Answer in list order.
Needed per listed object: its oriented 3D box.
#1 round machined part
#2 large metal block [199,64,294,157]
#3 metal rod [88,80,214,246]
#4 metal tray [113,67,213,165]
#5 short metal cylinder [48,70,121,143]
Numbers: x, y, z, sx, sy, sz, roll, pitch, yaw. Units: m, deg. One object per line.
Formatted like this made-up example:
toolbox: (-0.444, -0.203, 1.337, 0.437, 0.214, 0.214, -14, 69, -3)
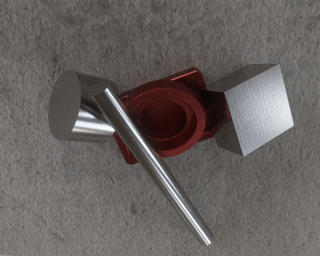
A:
round machined part: (0.003, -0.014, 0.371, 0.099, 0.042, 0.097, -3, 126, -4)
large metal block: (0.104, -0.024, 0.372, 0.081, 0.050, 0.080, -28, 110, -18)
metal rod: (0.005, 0.065, 0.388, 0.025, 0.025, 0.299, -26, 126, 9)
metal tray: (0.002, -0.015, 0.403, 0.131, 0.030, 0.090, -19, 109, 6)
short metal cylinder: (-0.090, -0.023, 0.365, 0.050, 0.080, 0.079, 8, 115, -42)
